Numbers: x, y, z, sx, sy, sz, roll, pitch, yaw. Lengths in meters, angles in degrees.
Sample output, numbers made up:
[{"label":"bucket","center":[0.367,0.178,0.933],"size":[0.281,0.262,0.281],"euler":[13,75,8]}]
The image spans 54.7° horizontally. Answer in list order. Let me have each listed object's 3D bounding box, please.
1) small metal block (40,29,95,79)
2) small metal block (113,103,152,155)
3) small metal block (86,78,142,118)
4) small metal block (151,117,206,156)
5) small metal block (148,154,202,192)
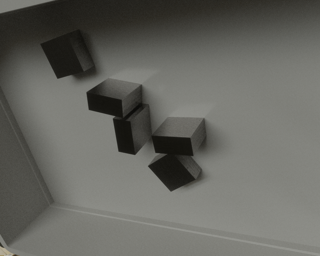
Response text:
[{"label":"small metal block","center":[-0.123,-0.098,0.413],"size":[0.050,0.025,0.050],"euler":[-8,115,31]},{"label":"small metal block","center":[-0.035,0.000,0.411],"size":[0.025,0.050,0.050],"euler":[9,122,23]},{"label":"small metal block","center":[-0.057,-0.040,0.398],"size":[0.050,0.050,0.025],"euler":[14,124,21]},{"label":"small metal block","center":[0.025,0.009,0.385],"size":[0.050,0.050,0.025],"euler":[2,120,27]},{"label":"small metal block","center":[0.020,0.055,0.432],"size":[0.050,0.025,0.050],"euler":[49,129,-7]}]
